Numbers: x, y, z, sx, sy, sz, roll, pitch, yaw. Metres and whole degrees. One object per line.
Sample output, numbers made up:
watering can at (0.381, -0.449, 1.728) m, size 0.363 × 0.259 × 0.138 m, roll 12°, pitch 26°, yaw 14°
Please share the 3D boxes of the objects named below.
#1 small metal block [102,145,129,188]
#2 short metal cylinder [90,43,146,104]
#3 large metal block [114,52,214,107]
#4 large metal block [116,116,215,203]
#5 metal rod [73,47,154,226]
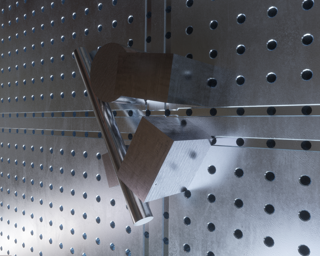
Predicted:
small metal block at (-0.055, 0.056, 0.452) m, size 0.050 × 0.025 × 0.050 m, roll -25°, pitch 75°, yaw 37°
short metal cylinder at (-0.052, -0.074, 0.434) m, size 0.080 × 0.050 × 0.079 m, roll 0°, pitch 90°, yaw 39°
large metal block at (0.006, -0.057, 0.367) m, size 0.080 × 0.081 × 0.050 m, roll 13°, pitch 98°, yaw 39°
large metal block at (0.007, 0.034, 0.366) m, size 0.050 × 0.081 × 0.079 m, roll 38°, pitch 113°, yaw 33°
metal rod at (-0.075, -0.007, 0.443) m, size 0.025 × 0.025 × 0.299 m, roll -44°, pitch 56°, yaw 31°
